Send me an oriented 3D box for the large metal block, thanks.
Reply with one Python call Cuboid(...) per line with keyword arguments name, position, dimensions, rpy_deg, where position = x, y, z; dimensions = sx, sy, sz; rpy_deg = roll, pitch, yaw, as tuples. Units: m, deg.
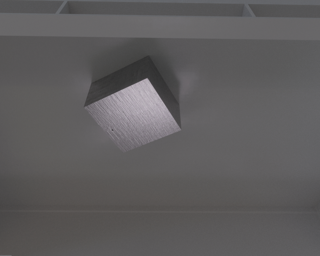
Cuboid(name="large metal block", position=(-0.029, -0.026, 0.370), dimensions=(0.080, 0.050, 0.080), rpy_deg=(-22, 127, 17))
